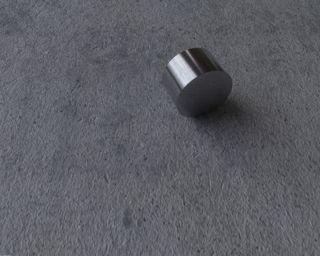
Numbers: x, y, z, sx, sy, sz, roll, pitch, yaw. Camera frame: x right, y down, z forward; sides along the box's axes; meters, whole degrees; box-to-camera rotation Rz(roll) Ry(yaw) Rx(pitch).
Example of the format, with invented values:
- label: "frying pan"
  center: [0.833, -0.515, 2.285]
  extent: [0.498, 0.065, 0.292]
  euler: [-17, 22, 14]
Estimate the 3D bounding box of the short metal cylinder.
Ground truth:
- label: "short metal cylinder"
  center: [0.049, -0.060, 0.418]
  extent: [0.081, 0.080, 0.050]
  euler: [-17, 52, -14]
